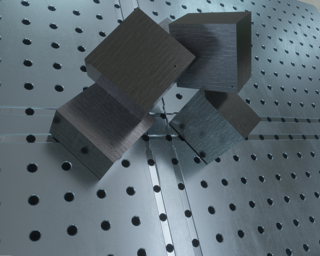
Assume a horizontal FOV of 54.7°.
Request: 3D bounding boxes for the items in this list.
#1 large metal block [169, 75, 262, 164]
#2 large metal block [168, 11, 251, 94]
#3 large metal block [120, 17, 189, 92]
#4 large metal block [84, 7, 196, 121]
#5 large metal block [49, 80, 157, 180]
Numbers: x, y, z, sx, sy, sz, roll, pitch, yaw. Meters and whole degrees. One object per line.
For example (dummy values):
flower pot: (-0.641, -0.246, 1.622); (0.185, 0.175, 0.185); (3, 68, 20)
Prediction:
large metal block: (0.072, -0.010, 0.417); (0.080, 0.080, 0.050); (47, 51, 4)
large metal block: (0.063, -0.092, 0.374); (0.080, 0.079, 0.050); (11, 37, 30)
large metal block: (-0.008, -0.091, 0.424); (0.050, 0.080, 0.080); (41, 51, -1)
large metal block: (-0.022, -0.067, 0.338); (0.080, 0.050, 0.080); (41, 76, -1)
large metal block: (-0.065, -0.002, 0.359); (0.080, 0.050, 0.080); (43, 51, 1)
